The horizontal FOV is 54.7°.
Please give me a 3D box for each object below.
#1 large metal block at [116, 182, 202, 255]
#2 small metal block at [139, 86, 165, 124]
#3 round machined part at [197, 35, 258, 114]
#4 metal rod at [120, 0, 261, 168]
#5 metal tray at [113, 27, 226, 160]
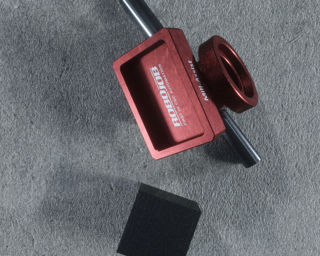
[{"bbox_3d":[-0.001,0.125,0.398,0.080,0.050,0.080,20,90,0],"label":"large metal block"},{"bbox_3d":[-0.004,-0.030,0.410,0.050,0.025,0.050,-3,90,0],"label":"small metal block"},{"bbox_3d":[0.076,-0.061,0.382,0.042,0.099,0.098,-30,90,32],"label":"round machined part"},{"bbox_3d":[0.034,-0.074,0.410,0.025,0.025,0.299,-37,90,0],"label":"metal rod"},{"bbox_3d":[0.008,-0.037,0.358,0.090,0.030,0.129,-23,90,37],"label":"metal tray"}]
